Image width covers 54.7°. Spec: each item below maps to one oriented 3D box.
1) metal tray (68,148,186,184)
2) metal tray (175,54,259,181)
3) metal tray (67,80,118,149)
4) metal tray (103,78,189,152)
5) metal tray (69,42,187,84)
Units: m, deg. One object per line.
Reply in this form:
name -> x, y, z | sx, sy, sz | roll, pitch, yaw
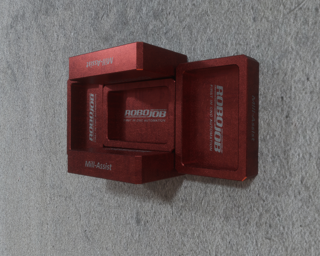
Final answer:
metal tray -> -0.044, 0.043, 0.396 | 0.130, 0.091, 0.030 | 1, 91, 39
metal tray -> 0.062, -0.011, 0.350 | 0.090, 0.030, 0.129 | 1, 90, 39
metal tray -> -0.108, -0.017, 0.490 | 0.090, 0.030, 0.129 | 1, 90, 39
metal tray -> -0.024, -0.017, 0.420 | 0.130, 0.030, 0.089 | 1, 91, 39
metal tray -> -0.042, -0.077, 0.397 | 0.130, 0.091, 0.030 | 1, 91, 39
